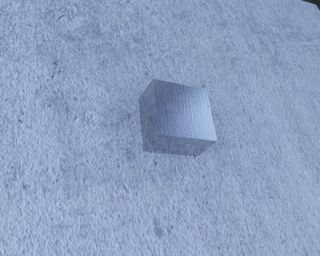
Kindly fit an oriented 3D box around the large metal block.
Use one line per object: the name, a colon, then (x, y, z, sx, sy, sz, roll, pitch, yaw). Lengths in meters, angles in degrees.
large metal block: (0.021, -0.011, 0.409, 0.081, 0.050, 0.080, 8, 58, -25)
